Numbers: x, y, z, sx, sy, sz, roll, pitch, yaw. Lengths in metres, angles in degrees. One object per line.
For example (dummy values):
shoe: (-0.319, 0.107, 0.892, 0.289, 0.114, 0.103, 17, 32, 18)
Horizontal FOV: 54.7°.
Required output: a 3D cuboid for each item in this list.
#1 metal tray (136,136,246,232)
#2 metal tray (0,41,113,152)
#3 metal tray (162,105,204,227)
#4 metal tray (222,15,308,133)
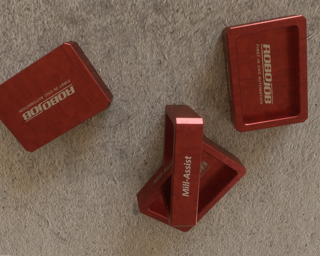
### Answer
metal tray: (0.041, 0.077, 0.424, 0.090, 0.030, 0.130, 32, 107, -25)
metal tray: (-0.138, -0.038, 0.392, 0.130, 0.030, 0.090, -29, 108, 10)
metal tray: (0.024, 0.042, 0.382, 0.030, 0.090, 0.129, 1, 104, -7)
metal tray: (0.131, -0.065, 0.384, 0.090, 0.030, 0.129, -10, 110, 3)
